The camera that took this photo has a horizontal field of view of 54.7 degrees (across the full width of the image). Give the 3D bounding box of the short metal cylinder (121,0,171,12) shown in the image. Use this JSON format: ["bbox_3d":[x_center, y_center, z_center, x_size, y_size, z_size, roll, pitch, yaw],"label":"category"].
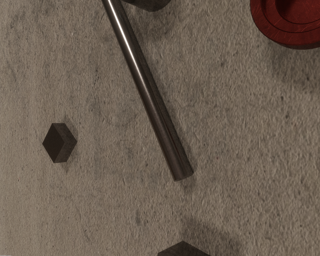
[{"bbox_3d":[-0.020,-0.199,0.404,0.080,0.050,0.079,0,90,39],"label":"short metal cylinder"}]

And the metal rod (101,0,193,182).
[{"bbox_3d":[-0.025,-0.071,0.423,0.025,0.025,0.299,-35,69,34],"label":"metal rod"}]

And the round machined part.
[{"bbox_3d":[0.137,-0.120,0.280,0.098,0.042,0.097,0,90,39],"label":"round machined part"}]

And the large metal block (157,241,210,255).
[{"bbox_3d":[0.037,0.191,0.357,0.080,0.050,0.079,16,100,38],"label":"large metal block"}]

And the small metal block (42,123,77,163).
[{"bbox_3d":[-0.178,0.026,0.549,0.050,0.025,0.050,49,118,28],"label":"small metal block"}]
